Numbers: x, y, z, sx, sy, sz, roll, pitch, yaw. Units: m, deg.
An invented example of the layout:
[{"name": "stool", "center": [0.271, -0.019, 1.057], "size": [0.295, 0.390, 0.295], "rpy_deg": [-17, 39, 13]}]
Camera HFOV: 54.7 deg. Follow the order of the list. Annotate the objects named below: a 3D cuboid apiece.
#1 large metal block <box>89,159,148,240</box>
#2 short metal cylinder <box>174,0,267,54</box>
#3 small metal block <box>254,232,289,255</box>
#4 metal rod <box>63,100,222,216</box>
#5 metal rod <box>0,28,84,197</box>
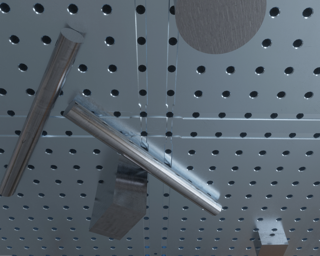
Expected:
[{"name": "large metal block", "center": [-0.061, 0.108, 0.467], "size": [0.050, 0.080, 0.080], "rpy_deg": [25, 126, -20]}, {"name": "short metal cylinder", "center": [0.054, -0.118, 0.295], "size": [0.080, 0.050, 0.079], "rpy_deg": [0, 130, 0]}, {"name": "small metal block", "center": [0.218, 0.231, 0.610], "size": [0.050, 0.025, 0.050], "rpy_deg": [-1, 130, 1]}, {"name": "metal rod", "center": [-0.009, 0.057, 0.459], "size": [0.025, 0.025, 0.301], "rpy_deg": [-37, 122, 27]}, {"name": "metal rod", "center": [-0.168, 0.000, 0.410], "size": [0.025, 0.025, 0.298], "rpy_deg": [24, 126, -19]}]
